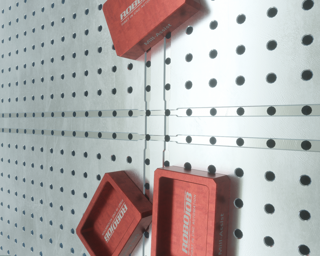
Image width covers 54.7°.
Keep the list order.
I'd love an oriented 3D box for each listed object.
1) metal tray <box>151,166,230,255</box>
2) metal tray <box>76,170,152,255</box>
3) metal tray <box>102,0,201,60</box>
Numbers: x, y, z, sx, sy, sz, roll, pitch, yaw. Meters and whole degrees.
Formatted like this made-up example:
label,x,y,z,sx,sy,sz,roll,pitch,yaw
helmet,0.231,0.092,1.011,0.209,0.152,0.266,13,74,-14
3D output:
label,x,y,z,sx,sy,sz,roll,pitch,yaw
metal tray,0.034,0.117,0.376,0.090,0.030,0.129,4,93,39
metal tray,-0.070,0.140,0.461,0.090,0.030,0.129,43,116,31
metal tray,-0.017,-0.164,0.419,0.130,0.030,0.090,-29,72,36
